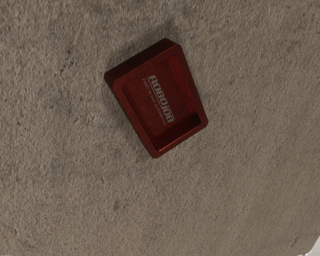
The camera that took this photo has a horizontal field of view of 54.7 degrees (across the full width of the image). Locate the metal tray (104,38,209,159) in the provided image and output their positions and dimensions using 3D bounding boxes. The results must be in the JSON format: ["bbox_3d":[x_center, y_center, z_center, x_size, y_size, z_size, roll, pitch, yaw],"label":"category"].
[{"bbox_3d":[0.001,-0.032,0.385,0.090,0.030,0.130,-33,129,-7],"label":"metal tray"}]
